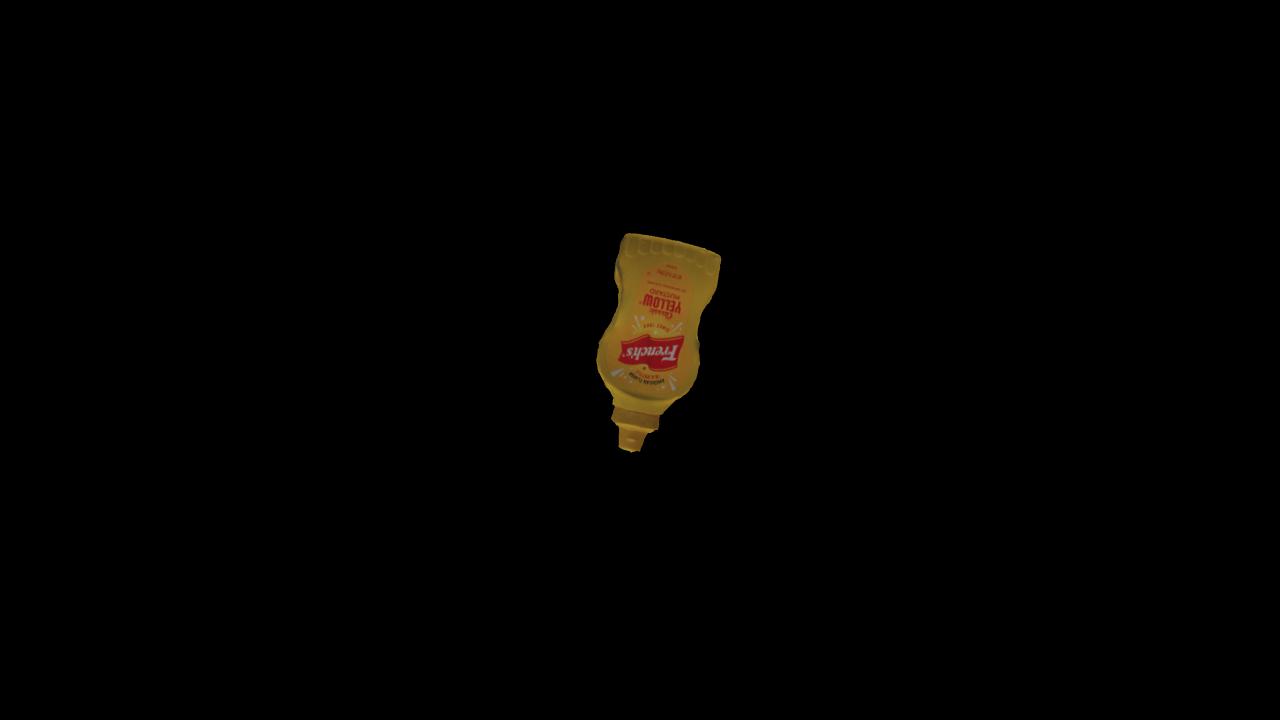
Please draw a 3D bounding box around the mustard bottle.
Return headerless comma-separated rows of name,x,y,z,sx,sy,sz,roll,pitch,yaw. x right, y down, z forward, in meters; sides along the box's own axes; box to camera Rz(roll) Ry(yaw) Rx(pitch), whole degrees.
mustard bottle,0.009,-0.010,0.534,0.092,0.184,0.054,13,-2,-10
